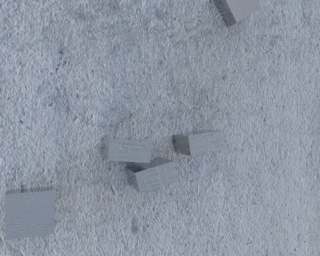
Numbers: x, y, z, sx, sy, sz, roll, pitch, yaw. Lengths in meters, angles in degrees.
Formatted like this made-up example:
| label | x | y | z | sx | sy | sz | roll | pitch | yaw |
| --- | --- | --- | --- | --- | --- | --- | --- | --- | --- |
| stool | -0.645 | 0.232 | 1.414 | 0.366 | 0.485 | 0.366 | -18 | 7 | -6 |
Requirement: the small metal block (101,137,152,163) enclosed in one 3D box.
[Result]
| label | x | y | z | sx | sy | sz | roll | pitch | yaw |
| --- | --- | --- | --- | --- | --- | --- | --- | --- | --- |
| small metal block | -0.043 | 0.026 | 0.380 | 0.050 | 0.050 | 0.025 | 6 | 88 | -20 |

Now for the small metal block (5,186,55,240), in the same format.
| label | x | y | z | sx | sy | sz | roll | pitch | yaw |
| --- | --- | --- | --- | --- | --- | --- | --- | --- | --- |
| small metal block | -0.148 | 0.096 | 0.355 | 0.050 | 0.025 | 0.050 | -1 | 91 | -20 |

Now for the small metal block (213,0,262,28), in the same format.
| label | x | y | z | sx | sy | sz | roll | pitch | yaw |
| --- | --- | --- | --- | --- | --- | --- | --- | --- | --- |
| small metal block | 0.112 | -0.182 | 0.450 | 0.050 | 0.025 | 0.050 | -33 | 101 | -17 |

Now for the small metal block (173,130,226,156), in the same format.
| label | x | y | z | sx | sy | sz | roll | pitch | yaw |
| --- | --- | --- | --- | --- | --- | --- | --- | --- | --- |
| small metal block | 0.051 | 0.018 | 0.415 | 0.050 | 0.050 | 0.025 | -9 | 93 | -20 |

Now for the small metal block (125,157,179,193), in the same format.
| label | x | y | z | sx | sy | sz | roll | pitch | yaw |
| --- | --- | --- | --- | --- | --- | --- | --- | --- | --- |
| small metal block | -0.012 | 0.058 | 0.391 | 0.050 | 0.050 | 0.025 | -15 | 95 | -20 |
